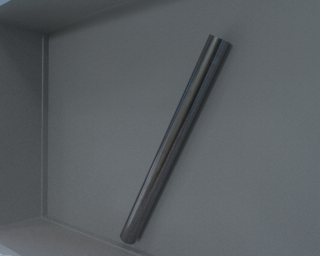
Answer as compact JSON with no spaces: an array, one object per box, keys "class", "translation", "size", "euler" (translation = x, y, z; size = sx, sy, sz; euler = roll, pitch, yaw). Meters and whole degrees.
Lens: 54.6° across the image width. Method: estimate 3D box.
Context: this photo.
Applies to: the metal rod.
[{"class":"metal rod","translation":[0.011,0.028,0.398],"size":[0.025,0.025,0.298],"euler":[37,112,34]}]
